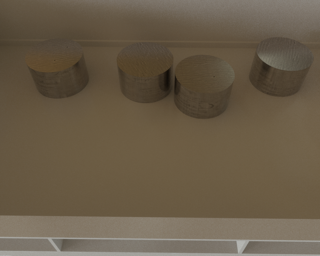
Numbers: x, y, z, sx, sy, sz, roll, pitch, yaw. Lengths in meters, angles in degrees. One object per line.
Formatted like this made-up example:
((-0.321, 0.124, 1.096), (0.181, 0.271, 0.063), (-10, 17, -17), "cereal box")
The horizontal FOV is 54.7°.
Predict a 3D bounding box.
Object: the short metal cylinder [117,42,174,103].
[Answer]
((-0.021, -0.083, 0.458), (0.080, 0.050, 0.080), (0, 50, 0), "short metal cylinder")

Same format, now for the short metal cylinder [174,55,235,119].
((0.061, -0.059, 0.439), (0.080, 0.050, 0.080), (0, 50, 0), "short metal cylinder")

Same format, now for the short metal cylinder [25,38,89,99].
((-0.151, -0.090, 0.463), (0.080, 0.050, 0.080), (0, 50, 0), "short metal cylinder")

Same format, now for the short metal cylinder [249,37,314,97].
((0.181, -0.093, 0.468), (0.080, 0.050, 0.080), (0, 50, 0), "short metal cylinder")
